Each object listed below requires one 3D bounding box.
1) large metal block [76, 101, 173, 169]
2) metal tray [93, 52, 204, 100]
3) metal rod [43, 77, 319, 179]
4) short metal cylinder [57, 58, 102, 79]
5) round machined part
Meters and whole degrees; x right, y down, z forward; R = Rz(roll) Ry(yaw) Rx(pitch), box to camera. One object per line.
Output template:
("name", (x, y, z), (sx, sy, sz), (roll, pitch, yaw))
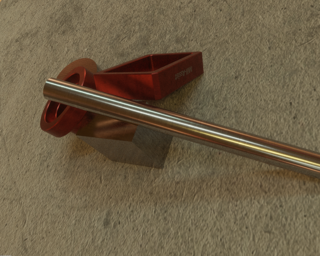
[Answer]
("large metal block", (-0.040, 0.008, 0.384), (0.080, 0.080, 0.050), (5, 64, 30))
("metal tray", (-0.010, -0.071, 0.400), (0.090, 0.030, 0.131), (5, 24, 30))
("metal rod", (0.022, -0.002, 0.318), (0.301, 0.025, 0.025), (16, 68, 8))
("short metal cylinder", (-0.119, -0.063, 0.488), (0.080, 0.050, 0.080), (-13, 56, 20))
("round machined part", (-0.113, -0.030, 0.414), (0.098, 0.042, 0.098), (-30, 42, 32))
